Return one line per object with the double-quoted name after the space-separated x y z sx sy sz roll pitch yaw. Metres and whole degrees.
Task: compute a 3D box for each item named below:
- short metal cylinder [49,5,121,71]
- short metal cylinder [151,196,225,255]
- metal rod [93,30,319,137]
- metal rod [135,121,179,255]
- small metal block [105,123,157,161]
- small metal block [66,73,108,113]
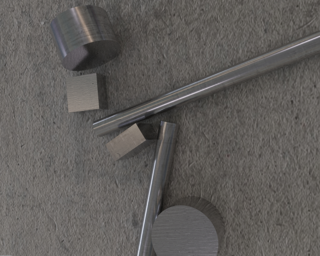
-0.099 -0.118 0.415 0.080 0.080 0.050 -25 82 18 "short metal cylinder"
0.036 0.129 0.383 0.080 0.050 0.079 0 90 20 "short metal cylinder"
0.047 -0.048 0.392 0.300 0.025 0.025 -20 83 18 "metal rod"
-0.014 0.139 0.413 0.025 0.025 0.298 12 94 19 "metal rod"
-0.035 0.018 0.408 0.050 0.050 0.025 -35 79 17 "small metal block"
-0.105 -0.049 0.446 0.050 0.025 0.050 -6 88 19 "small metal block"
